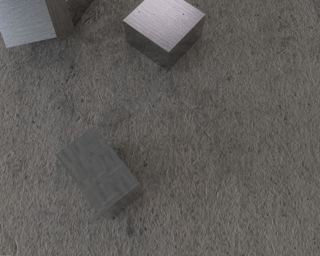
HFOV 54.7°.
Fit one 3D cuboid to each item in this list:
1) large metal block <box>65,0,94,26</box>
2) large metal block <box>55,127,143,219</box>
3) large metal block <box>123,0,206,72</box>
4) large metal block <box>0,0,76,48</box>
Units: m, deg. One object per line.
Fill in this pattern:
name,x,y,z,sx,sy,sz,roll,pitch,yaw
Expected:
large metal block,-0.149,-0.215,0.472,0.080,0.050,0.080,26,72,9
large metal block,-0.065,0.056,0.358,0.050,0.080,0.080,-38,75,-12
large metal block,0.006,-0.143,0.447,0.080,0.050,0.080,38,74,12
large metal block,-0.174,-0.160,0.419,0.080,0.050,0.080,-6,112,17
